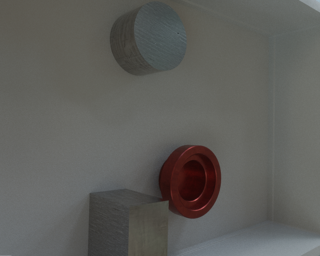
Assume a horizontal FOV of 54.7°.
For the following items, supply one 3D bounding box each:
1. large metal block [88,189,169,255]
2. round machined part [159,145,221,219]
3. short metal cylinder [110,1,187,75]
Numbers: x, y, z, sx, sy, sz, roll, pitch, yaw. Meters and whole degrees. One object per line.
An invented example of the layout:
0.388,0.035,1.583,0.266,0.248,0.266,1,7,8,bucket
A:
-0.037,0.116,0.342,0.050,0.080,0.079,2,89,-40,large metal block
0.037,0.072,0.429,0.099,0.042,0.097,0,90,-40,round machined part
-0.014,-0.107,0.381,0.081,0.050,0.079,0,90,-40,short metal cylinder
